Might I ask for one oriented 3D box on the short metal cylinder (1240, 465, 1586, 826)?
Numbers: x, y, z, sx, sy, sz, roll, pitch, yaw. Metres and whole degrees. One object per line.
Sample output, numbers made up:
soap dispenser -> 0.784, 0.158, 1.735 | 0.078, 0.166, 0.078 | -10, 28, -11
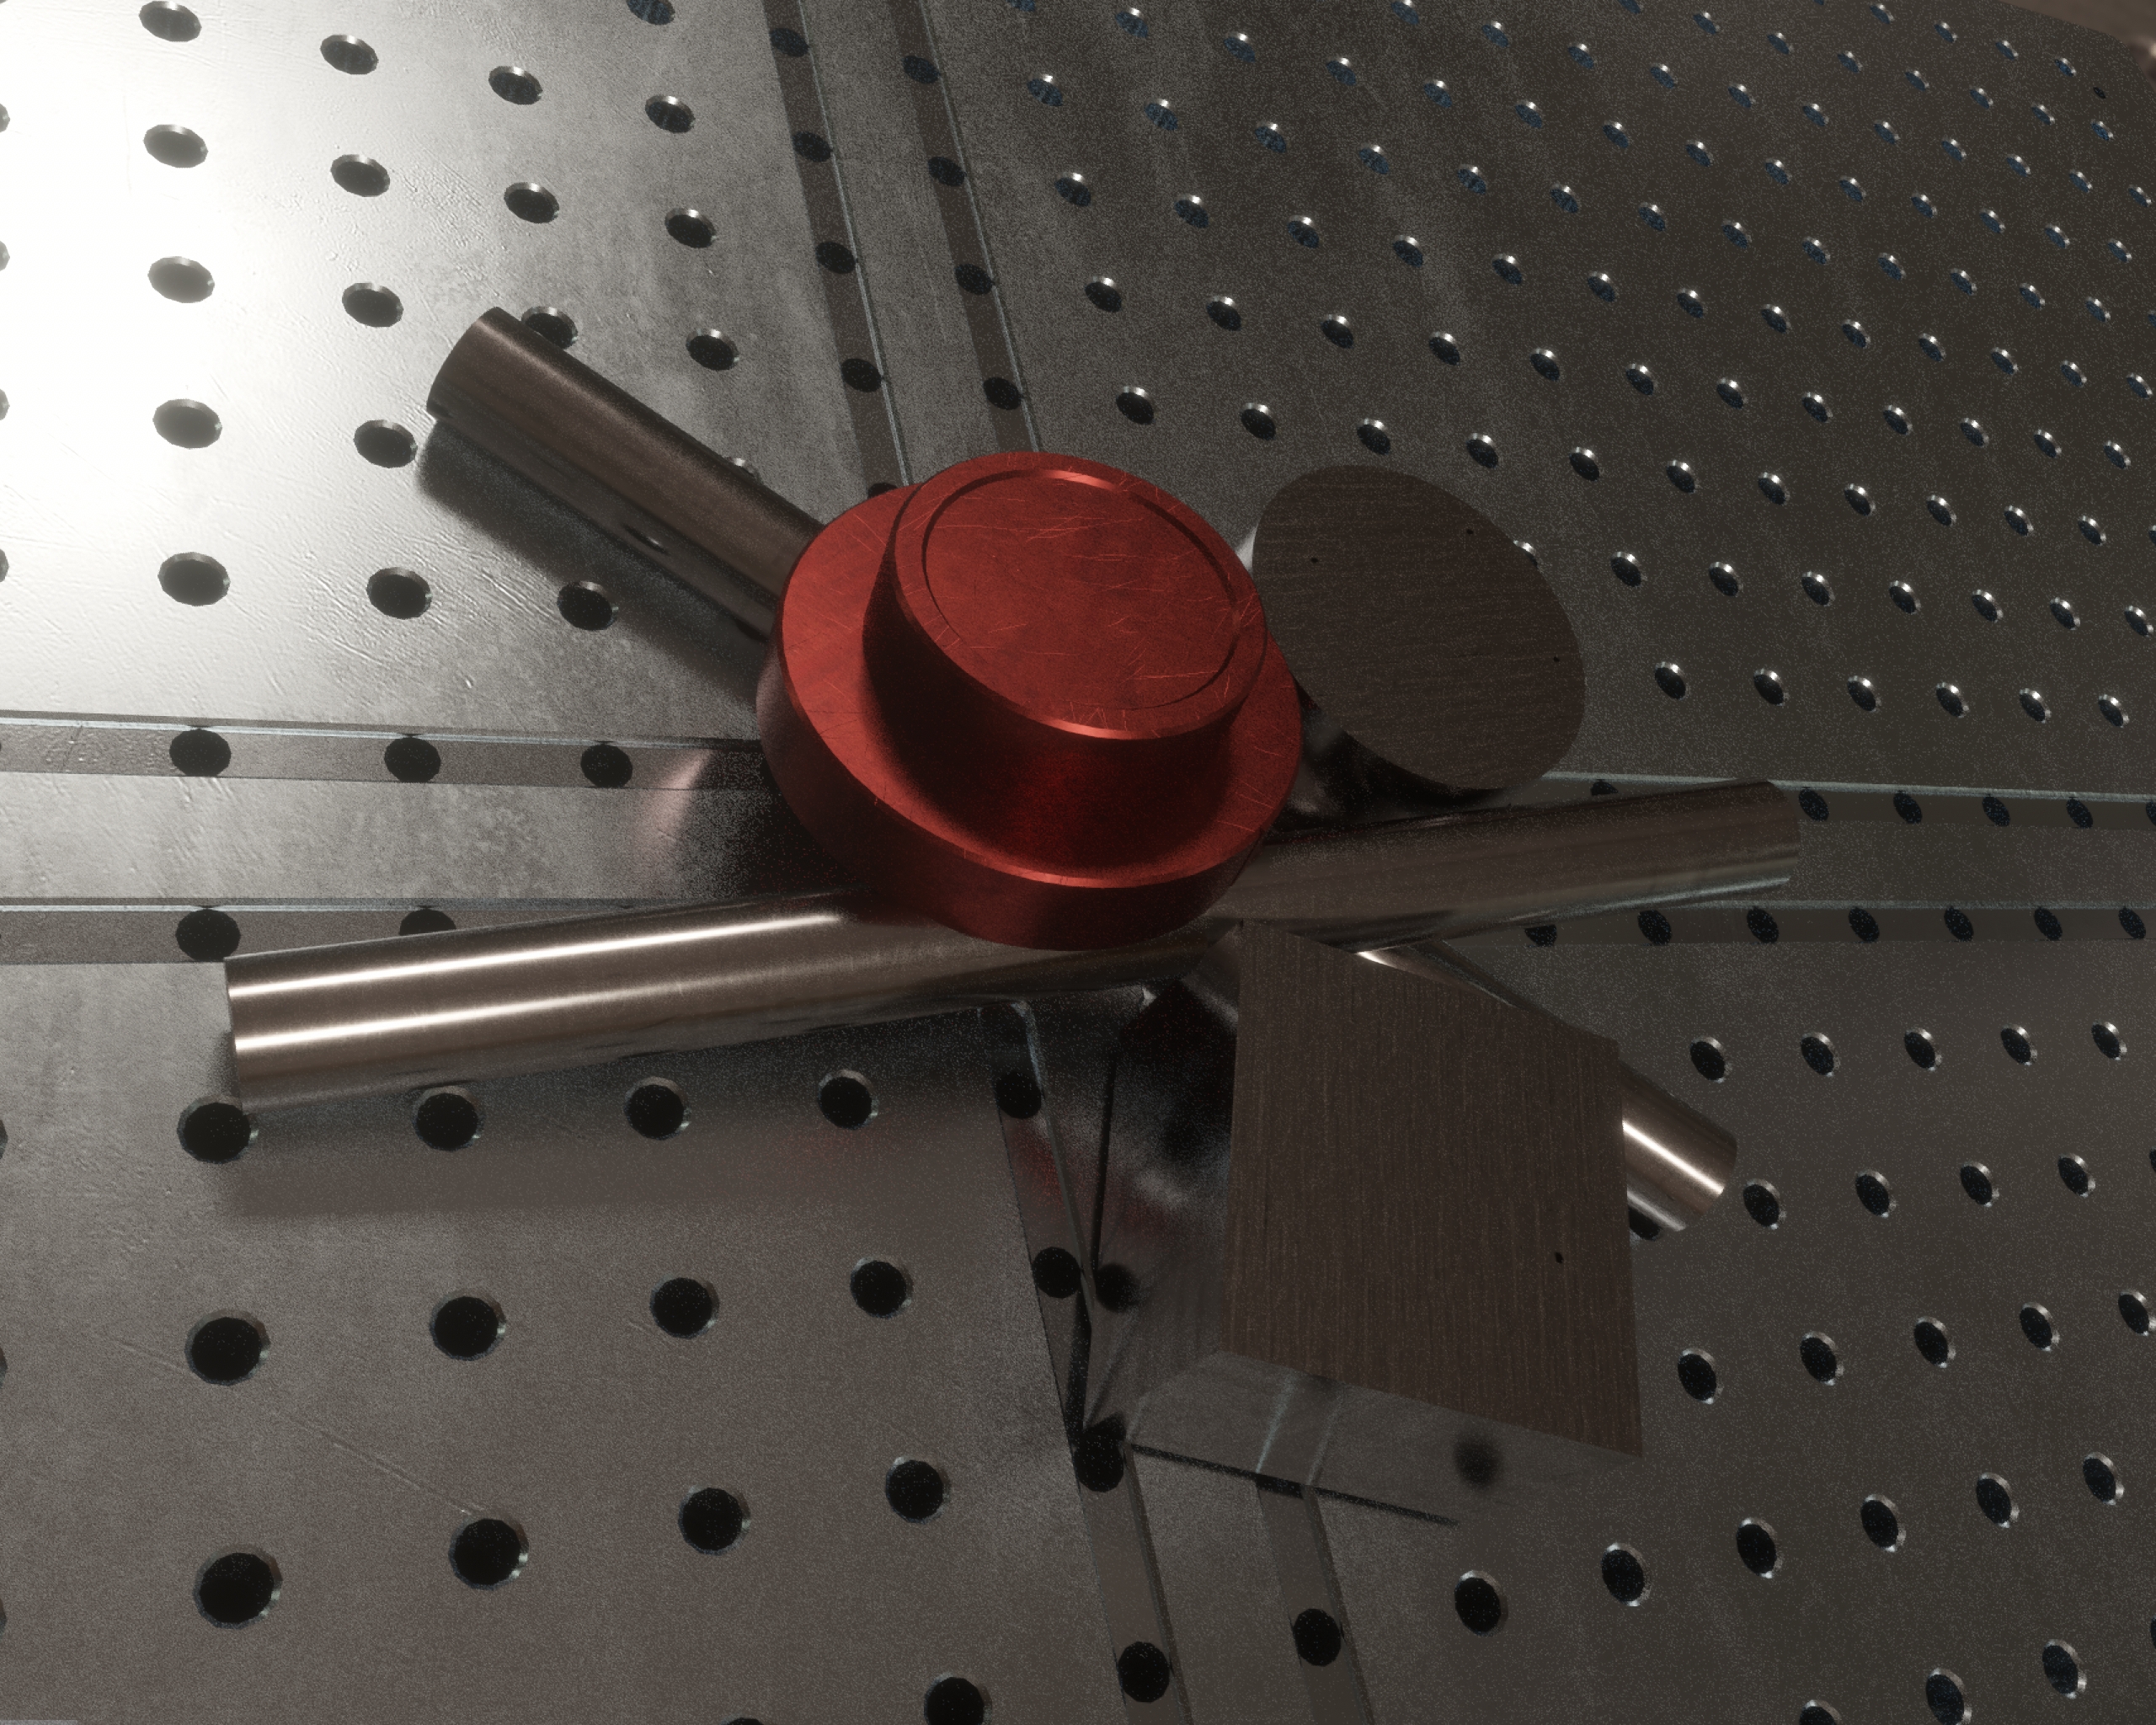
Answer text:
short metal cylinder -> 0.061, -0.038, 0.449 | 0.081, 0.050, 0.080 | 14, 56, -21

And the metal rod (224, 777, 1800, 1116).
metal rod -> 0.007, 0.011, 0.383 | 0.303, 0.025, 0.025 | -7, 65, -24

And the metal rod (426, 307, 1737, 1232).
metal rod -> 0.006, -0.015, 0.422 | 0.301, 0.025, 0.025 | 33, 51, -7

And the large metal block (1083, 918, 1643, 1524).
large metal block -> 0.051, 0.066, 0.378 | 0.081, 0.050, 0.080 | 19, 54, -18

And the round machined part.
round machined part -> -0.005, -0.036, 0.375 | 0.099, 0.042, 0.098 | 11, 50, -13
